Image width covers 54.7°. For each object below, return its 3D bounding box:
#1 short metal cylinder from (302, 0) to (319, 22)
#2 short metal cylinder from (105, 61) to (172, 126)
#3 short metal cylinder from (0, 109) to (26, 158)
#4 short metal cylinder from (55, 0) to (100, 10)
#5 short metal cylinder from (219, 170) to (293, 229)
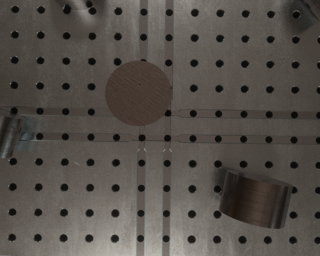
[{"bbox_3d":[0.222,-0.181,0.389,0.080,0.080,0.050,-38,90,0],"label":"short metal cylinder"},{"bbox_3d":[-0.026,-0.042,0.400,0.081,0.050,0.079,0,90,-1],"label":"short metal cylinder"},{"bbox_3d":[-0.216,0.001,0.383,0.080,0.080,0.050,17,90,-1],"label":"short metal cylinder"},{"bbox_3d":[-0.114,-0.201,0.399,0.081,0.050,0.079,0,90,-1],"label":"short metal cylinder"},{"bbox_3d":[0.119,0.087,0.388,0.080,0.080,0.050,12,90,-1],"label":"short metal cylinder"}]
